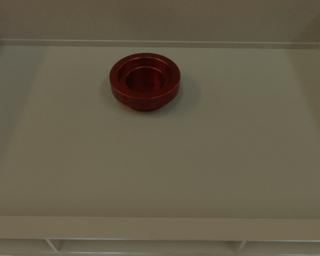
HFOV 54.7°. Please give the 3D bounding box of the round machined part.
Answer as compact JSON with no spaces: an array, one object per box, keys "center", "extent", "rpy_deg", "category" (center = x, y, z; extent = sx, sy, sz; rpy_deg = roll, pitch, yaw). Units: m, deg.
[{"center":[-0.021,-0.062,0.446],"extent":[0.099,0.042,0.098],"rpy_deg":[0,50,0],"category":"round machined part"}]
